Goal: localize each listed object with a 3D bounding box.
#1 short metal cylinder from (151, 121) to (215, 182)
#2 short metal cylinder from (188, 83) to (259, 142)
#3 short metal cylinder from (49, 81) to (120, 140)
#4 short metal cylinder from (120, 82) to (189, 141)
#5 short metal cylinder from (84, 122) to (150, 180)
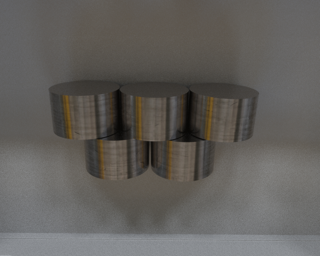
[{"bbox_3d":[0.029,0.025,0.390,0.081,0.080,0.050,1,110,-1],"label":"short metal cylinder"},{"bbox_3d":[0.074,-0.021,0.373,0.081,0.080,0.050,2,110,-1],"label":"short metal cylinder"},{"bbox_3d":[-0.088,-0.024,0.370,0.081,0.080,0.050,1,110,-1],"label":"short metal cylinder"},{"bbox_3d":[-0.007,-0.022,0.372,0.081,0.080,0.050,1,110,-1],"label":"short metal cylinder"},{"bbox_3d":[-0.053,0.023,0.388,0.081,0.080,0.050,1,110,-1],"label":"short metal cylinder"}]
